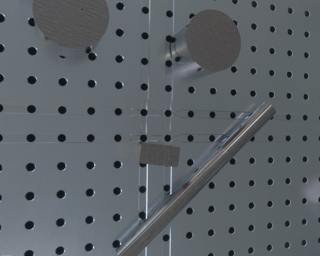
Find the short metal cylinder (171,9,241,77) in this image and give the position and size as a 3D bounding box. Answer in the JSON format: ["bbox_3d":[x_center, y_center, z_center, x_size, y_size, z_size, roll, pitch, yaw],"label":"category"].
[{"bbox_3d":[0.062,-0.113,0.422,0.081,0.050,0.079,0,90,-20],"label":"short metal cylinder"}]

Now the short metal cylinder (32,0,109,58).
[{"bbox_3d":[-0.104,-0.126,0.361,0.081,0.050,0.079,0,90,-20],"label":"short metal cylinder"}]

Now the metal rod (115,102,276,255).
[{"bbox_3d":[0.059,0.068,0.434,0.301,0.025,0.025,-42,104,-15],"label":"metal rod"}]

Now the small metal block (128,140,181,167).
[{"bbox_3d":[-0.008,0.032,0.397,0.050,0.050,0.025,9,87,-20],"label":"small metal block"}]
